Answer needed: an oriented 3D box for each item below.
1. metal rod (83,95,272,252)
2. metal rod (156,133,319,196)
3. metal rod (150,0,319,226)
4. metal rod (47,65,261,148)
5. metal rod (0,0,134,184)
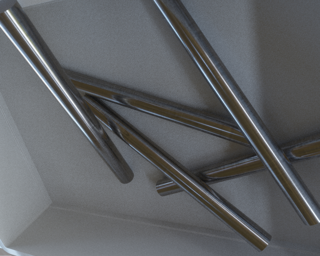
[{"bbox_3d":[0.011,0.050,0.406,0.300,0.025,0.025,38,129,12],"label":"metal rod"},{"bbox_3d":[0.115,0.042,0.373,0.299,0.025,0.025,-23,106,36],"label":"metal rod"},{"bbox_3d":[0.081,-0.024,0.328,0.025,0.025,0.299,-33,94,38],"label":"metal rod"},{"bbox_3d":[-0.021,-0.032,0.398,0.301,0.025,0.025,19,126,16],"label":"metal rod"},{"bbox_3d":[-0.092,-0.012,0.370,0.025,0.025,0.299,8,147,24],"label":"metal rod"}]
